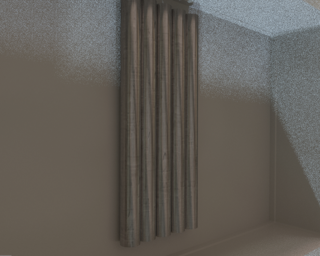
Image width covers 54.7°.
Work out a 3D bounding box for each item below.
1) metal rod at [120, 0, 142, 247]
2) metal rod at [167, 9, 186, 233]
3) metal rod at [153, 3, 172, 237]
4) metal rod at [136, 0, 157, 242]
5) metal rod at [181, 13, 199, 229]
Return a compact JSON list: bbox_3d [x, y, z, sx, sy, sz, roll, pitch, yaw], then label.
[{"bbox_3d":[-0.035,-0.009,0.375,0.025,0.025,0.298,0,90,-40],"label":"metal rod"},{"bbox_3d":[0.022,-0.010,0.423,0.025,0.025,0.298,0,90,-40],"label":"metal rod"},{"bbox_3d":[0.003,-0.010,0.407,0.025,0.025,0.298,0,90,-40],"label":"metal rod"},{"bbox_3d":[-0.017,-0.010,0.390,0.025,0.025,0.298,0,90,-40],"label":"metal rod"},{"bbox_3d":[0.042,-0.009,0.440,0.025,0.025,0.298,0,90,-40],"label":"metal rod"}]
